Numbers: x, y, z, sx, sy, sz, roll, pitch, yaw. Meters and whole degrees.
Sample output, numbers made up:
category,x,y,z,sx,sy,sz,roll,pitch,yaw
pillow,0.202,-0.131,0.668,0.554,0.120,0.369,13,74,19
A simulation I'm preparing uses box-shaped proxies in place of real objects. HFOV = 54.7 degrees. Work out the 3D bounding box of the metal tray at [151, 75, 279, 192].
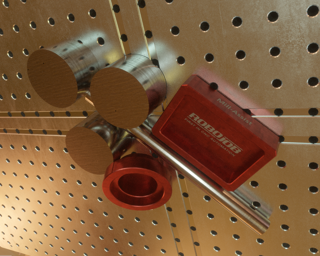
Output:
category,x,y,z,sx,sy,sz,roll,pitch,yaw
metal tray,0.064,0.009,0.379,0.130,0.030,0.089,37,130,3

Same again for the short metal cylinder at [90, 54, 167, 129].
category,x,y,z,sx,sy,sz,roll,pitch,yaw
short metal cylinder,-0.039,-0.046,0.386,0.080,0.050,0.079,13,124,21

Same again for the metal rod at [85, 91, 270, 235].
category,x,y,z,sx,sy,sz,roll,pitch,yaw
metal rod,0.023,0.043,0.426,0.300,0.025,0.025,38,129,2

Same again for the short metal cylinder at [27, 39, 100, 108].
category,x,y,z,sx,sy,sz,roll,pitch,yaw
short metal cylinder,-0.129,-0.074,0.418,0.080,0.050,0.079,13,124,21

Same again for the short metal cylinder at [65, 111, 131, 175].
category,x,y,z,sx,sy,sz,roll,pitch,yaw
short metal cylinder,-0.090,0.021,0.455,0.080,0.050,0.079,13,124,21

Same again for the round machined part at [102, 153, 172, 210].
category,x,y,z,sx,sy,sz,roll,pitch,yaw
round machined part,-0.031,0.074,0.449,0.099,0.042,0.097,2,132,2
